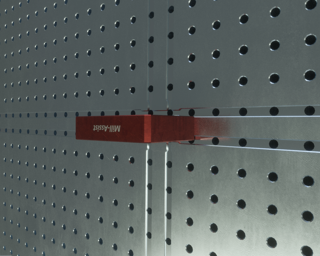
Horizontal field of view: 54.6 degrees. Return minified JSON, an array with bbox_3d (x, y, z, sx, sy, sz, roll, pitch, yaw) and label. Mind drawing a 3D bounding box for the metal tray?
[{"bbox_3d":[-0.033,0.000,0.395,0.130,0.091,0.030,1,91,40],"label":"metal tray"}]
